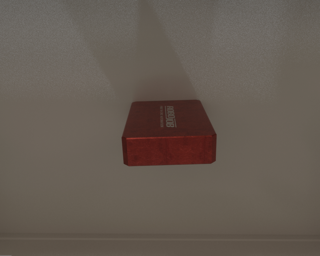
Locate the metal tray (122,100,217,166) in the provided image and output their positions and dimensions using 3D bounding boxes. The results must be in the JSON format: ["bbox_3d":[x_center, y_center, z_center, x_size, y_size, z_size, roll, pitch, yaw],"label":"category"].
[{"bbox_3d":[0.009,0.000,0.355,0.091,0.130,0.030,-2,110,0],"label":"metal tray"}]
